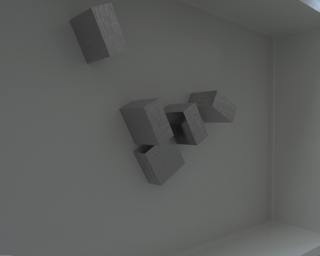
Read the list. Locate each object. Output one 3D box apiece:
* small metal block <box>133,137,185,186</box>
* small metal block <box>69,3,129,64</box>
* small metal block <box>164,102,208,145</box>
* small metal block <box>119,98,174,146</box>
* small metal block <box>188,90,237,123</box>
[{"bbox_3d":[0.000,0.039,0.409,0.050,0.025,0.050,-38,114,-34],"label":"small metal block"},{"bbox_3d":[-0.067,-0.101,0.336,0.025,0.050,0.050,-32,110,-36],"label":"small metal block"},{"bbox_3d":[0.031,-0.005,0.418,0.025,0.050,0.050,-38,114,-34],"label":"small metal block"},{"bbox_3d":[-0.017,-0.007,0.378,0.025,0.050,0.050,-35,112,-35],"label":"small metal block"},{"bbox_3d":[0.076,-0.030,0.457,0.050,0.050,0.025,32,70,-36],"label":"small metal block"}]
